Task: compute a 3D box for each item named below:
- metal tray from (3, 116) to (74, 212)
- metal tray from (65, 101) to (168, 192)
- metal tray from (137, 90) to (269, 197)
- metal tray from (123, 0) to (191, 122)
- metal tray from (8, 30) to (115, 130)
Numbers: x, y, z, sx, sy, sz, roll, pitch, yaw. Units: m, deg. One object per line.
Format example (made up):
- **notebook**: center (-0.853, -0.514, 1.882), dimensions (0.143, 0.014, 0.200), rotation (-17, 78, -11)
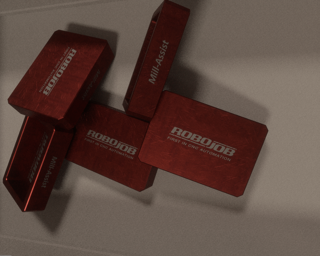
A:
- **metal tray**: center (-0.181, 0.043, 0.451), dimensions (0.090, 0.030, 0.129), rotation (30, 100, 41)
- **metal tray**: center (-0.062, 0.021, 0.428), dimensions (0.130, 0.030, 0.089), rotation (20, 96, 18)
- **metal tray**: center (0.049, 0.017, 0.372), dimensions (0.131, 0.030, 0.089), rotation (20, 96, 3)
- **metal tray**: center (-0.009, -0.079, 0.376), dimensions (0.030, 0.090, 0.129), rotation (18, 97, -12)
- **metal tray**: center (-0.132, -0.070, 0.422), dimensions (0.090, 0.030, 0.130), rotation (17, 68, 18)
